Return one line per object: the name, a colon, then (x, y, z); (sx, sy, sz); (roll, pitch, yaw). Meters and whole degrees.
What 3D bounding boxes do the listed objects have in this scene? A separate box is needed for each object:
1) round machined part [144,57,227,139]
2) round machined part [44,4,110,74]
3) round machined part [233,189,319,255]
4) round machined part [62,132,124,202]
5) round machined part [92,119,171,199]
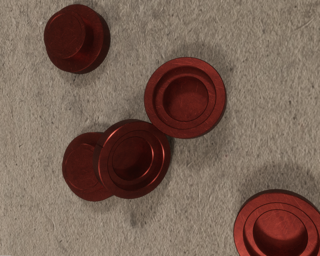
round machined part: (0.033, -0.035, 0.384); (0.098, 0.042, 0.097); (-1, 85, 16)
round machined part: (-0.125, -0.129, 0.442); (0.098, 0.042, 0.097); (0, 90, 19)
round machined part: (0.136, 0.118, 0.352); (0.098, 0.042, 0.097); (0, 90, 19)
round machined part: (-0.096, 0.055, 0.432); (0.098, 0.042, 0.097); (0, 90, 19)
round machined part: (-0.039, 0.036, 0.393); (0.042, 0.099, 0.097); (17, 97, 56)
